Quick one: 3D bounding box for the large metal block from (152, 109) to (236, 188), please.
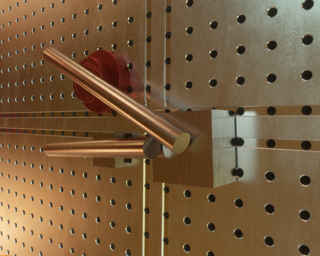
[{"bbox_3d":[0.038,0.022,0.356,0.080,0.050,0.079,-2,89,39],"label":"large metal block"}]

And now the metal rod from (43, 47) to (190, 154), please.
[{"bbox_3d":[-0.077,-0.051,0.408,0.300,0.025,0.025,34,111,37],"label":"metal rod"}]

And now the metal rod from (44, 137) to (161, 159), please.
[{"bbox_3d":[-0.105,0.031,0.458,0.299,0.025,0.025,-5,87,50],"label":"metal rod"}]

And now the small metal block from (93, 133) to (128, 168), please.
[{"bbox_3d":[-0.076,0.033,0.470,0.050,0.025,0.050,0,90,39],"label":"small metal block"}]

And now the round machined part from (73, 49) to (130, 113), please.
[{"bbox_3d":[-0.096,-0.071,0.474,0.098,0.042,0.097,0,90,39],"label":"round machined part"}]
